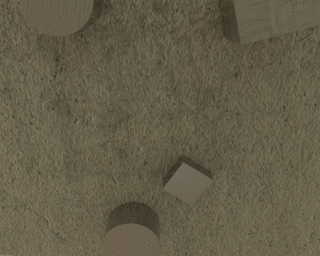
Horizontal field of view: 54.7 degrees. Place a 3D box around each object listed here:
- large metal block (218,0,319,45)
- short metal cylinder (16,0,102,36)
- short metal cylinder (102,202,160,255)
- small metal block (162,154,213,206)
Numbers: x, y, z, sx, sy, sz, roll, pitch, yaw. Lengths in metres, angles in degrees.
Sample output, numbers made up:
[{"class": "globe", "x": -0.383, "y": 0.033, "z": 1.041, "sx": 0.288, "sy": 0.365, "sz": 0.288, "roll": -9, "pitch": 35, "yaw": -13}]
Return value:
[{"class": "large metal block", "x": 0.113, "y": -0.128, "z": 0.334, "sx": 0.080, "sy": 0.080, "sz": 0.050, "roll": -14, "pitch": 110, "yaw": 5}, {"class": "short metal cylinder", "x": -0.109, "y": -0.144, "z": 0.342, "sx": 0.081, "sy": 0.050, "sz": 0.079, "roll": 0, "pitch": 110, "yaw": 0}, {"class": "short metal cylinder", "x": -0.040, "y": 0.157, "z": 0.454, "sx": 0.081, "sy": 0.050, "sz": 0.079, "roll": 0, "pitch": 110, "yaw": 0}, {"class": "small metal block", "x": 0.038, "y": 0.074, "z": 0.437, "sx": 0.050, "sy": 0.025, "sz": 0.050, "roll": 32, "pitch": 107, "yaw": -11}]
